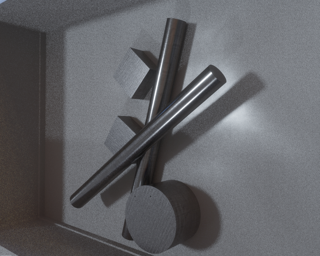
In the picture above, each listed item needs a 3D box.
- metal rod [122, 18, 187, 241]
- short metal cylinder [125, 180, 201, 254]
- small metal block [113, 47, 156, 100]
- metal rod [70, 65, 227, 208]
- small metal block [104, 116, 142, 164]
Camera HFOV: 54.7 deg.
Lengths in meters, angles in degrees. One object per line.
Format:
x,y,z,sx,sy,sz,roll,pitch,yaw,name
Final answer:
-0.010,0.009,0.413,0.025,0.025,0.298,20,103,38,metal rod
0.003,0.108,0.386,0.080,0.050,0.079,0,90,39,short metal cylinder
-0.032,-0.075,0.431,0.050,0.025,0.050,51,119,27,small metal block
-0.034,0.028,0.398,0.299,0.025,0.025,-42,65,33,metal rod
-0.048,0.017,0.444,0.050,0.025,0.050,42,115,31,small metal block
